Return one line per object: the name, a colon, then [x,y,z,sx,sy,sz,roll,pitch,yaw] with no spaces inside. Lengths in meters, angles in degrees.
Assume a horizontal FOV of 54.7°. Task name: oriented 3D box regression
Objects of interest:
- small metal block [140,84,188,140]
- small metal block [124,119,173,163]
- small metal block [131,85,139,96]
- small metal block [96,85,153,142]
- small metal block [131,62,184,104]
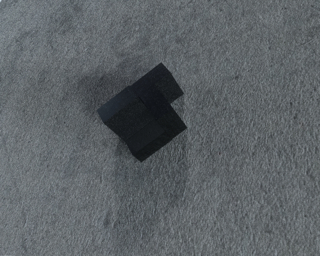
small metal block: [0.005,-0.020,0.398,0.025,0.050,0.050,-37,51,3]
small metal block: [-0.020,0.009,0.409,0.050,0.025,0.050,-36,51,3]
small metal block: [-0.042,-0.022,0.423,0.050,0.050,0.025,-37,51,3]
small metal block: [-0.042,-0.017,0.388,0.050,0.050,0.025,-37,51,3]
small metal block: [-0.002,-0.052,0.421,0.050,0.050,0.025,-37,51,3]
